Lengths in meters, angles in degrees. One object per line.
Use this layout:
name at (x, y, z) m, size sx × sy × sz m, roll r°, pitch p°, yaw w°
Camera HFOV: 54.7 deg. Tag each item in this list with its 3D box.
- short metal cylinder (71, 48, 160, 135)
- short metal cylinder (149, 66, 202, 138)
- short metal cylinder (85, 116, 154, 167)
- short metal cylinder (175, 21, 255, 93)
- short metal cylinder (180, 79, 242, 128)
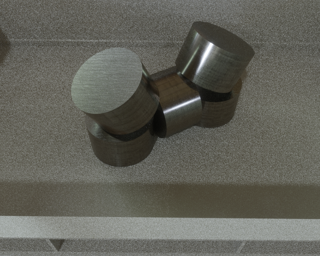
short metal cylinder at (-0.047, -0.039, 0.335) m, size 0.080 × 0.050 × 0.080 m, roll -9°, pitch 62°, yaw 17°
short metal cylinder at (0.010, -0.033, 0.395) m, size 0.050 × 0.080 × 0.080 m, roll -24°, pitch 54°, yaw -19°
short metal cylinder at (-0.048, 0.001, 0.385) m, size 0.081 × 0.050 × 0.080 m, roll 0°, pitch 50°, yaw 0°
short metal cylinder at (0.065, -0.087, 0.376) m, size 0.081 × 0.050 × 0.080 m, roll 18°, pitch 35°, yaw -13°
short metal cylinder at (0.067, -0.047, 0.427) m, size 0.081 × 0.050 × 0.080 m, roll 0°, pitch 50°, yaw 0°
